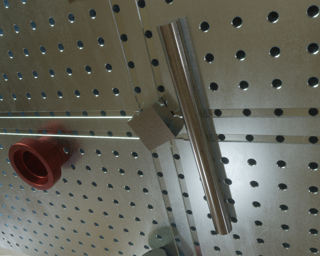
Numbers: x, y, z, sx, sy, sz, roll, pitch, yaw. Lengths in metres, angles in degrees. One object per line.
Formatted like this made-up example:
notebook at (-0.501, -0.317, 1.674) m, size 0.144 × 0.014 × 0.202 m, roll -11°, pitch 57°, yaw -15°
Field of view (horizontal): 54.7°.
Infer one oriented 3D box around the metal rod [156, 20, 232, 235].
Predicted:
metal rod at (0.051, 0.017, 0.394) m, size 0.025 × 0.025 × 0.298 m, roll -4°, pitch 117°, yaw 30°

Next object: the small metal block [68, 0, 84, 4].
small metal block at (-0.091, -0.177, 0.350) m, size 0.050 × 0.025 × 0.050 m, roll -14°, pitch 111°, yaw 34°

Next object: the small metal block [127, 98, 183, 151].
small metal block at (-0.007, -0.004, 0.413) m, size 0.050 × 0.025 × 0.050 m, roll -30°, pitch 102°, yaw 38°

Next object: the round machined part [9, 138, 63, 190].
round machined part at (-0.214, 0.059, 0.550) m, size 0.098 × 0.042 × 0.097 m, roll 13°, pitch 124°, yaw 21°

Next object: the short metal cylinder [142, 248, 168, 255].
short metal cylinder at (-0.009, 0.260, 0.542) m, size 0.080 × 0.080 × 0.050 m, roll -25°, pitch 105°, yaw 37°
